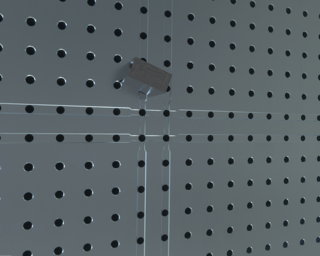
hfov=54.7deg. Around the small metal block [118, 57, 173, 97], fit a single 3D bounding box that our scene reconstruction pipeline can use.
[{"bbox_3d":[-0.020,-0.063,0.393,0.050,0.050,0.025,23,83,-19],"label":"small metal block"}]
